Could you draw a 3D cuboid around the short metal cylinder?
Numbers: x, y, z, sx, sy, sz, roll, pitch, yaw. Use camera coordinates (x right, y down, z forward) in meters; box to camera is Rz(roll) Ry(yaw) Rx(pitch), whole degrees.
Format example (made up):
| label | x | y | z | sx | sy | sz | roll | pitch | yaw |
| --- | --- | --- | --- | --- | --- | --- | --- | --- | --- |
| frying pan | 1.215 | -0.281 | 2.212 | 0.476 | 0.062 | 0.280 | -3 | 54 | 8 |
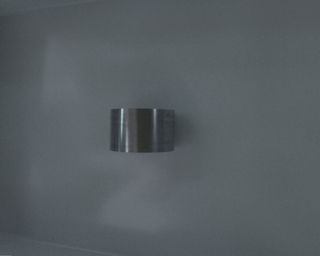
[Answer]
| label | x | y | z | sx | sy | sz | roll | pitch | yaw |
| --- | --- | --- | --- | --- | --- | --- | --- | --- | --- |
| short metal cylinder | -0.022 | 0.003 | 0.388 | 0.080 | 0.080 | 0.050 | 1 | 90 | 19 |
